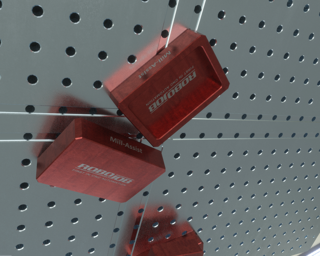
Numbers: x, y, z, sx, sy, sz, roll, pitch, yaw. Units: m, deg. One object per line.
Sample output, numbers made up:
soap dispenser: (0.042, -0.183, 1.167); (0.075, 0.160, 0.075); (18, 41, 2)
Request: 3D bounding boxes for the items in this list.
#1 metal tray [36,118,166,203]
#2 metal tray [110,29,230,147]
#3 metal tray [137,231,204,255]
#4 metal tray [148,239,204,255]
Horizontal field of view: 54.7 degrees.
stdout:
metal tray: (-0.069, 0.046, 0.381); (0.131, 0.030, 0.090); (26, 124, -38)
metal tray: (0.016, -0.047, 0.388); (0.130, 0.030, 0.090); (-40, 130, -1)
metal tray: (0.017, 0.254, 0.577); (0.131, 0.030, 0.089); (-17, 125, -19)
metal tray: (0.012, 0.254, 0.534); (0.091, 0.030, 0.129); (5, 116, -31)
